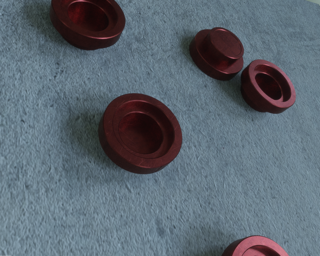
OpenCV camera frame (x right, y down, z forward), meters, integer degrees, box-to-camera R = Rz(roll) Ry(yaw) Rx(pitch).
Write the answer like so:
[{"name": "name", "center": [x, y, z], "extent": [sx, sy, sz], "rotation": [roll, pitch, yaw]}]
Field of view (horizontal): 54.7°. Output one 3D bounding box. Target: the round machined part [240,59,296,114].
[{"name": "round machined part", "center": [0.178, -0.065, 0.528], "extent": [0.099, 0.042, 0.098], "rotation": [14, 56, -21]}]

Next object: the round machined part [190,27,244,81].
[{"name": "round machined part", "center": [0.103, -0.133, 0.529], "extent": [0.099, 0.042, 0.098], "rotation": [14, 56, -21]}]

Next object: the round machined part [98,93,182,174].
[{"name": "round machined part", "center": [-0.026, 0.010, 0.372], "extent": [0.099, 0.042, 0.098], "rotation": [14, 56, -21]}]

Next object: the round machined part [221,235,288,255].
[{"name": "round machined part", "center": [0.105, 0.174, 0.343], "extent": [0.099, 0.042, 0.098], "rotation": [14, 56, -21]}]

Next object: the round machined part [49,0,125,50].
[{"name": "round machined part", "center": [-0.101, -0.147, 0.428], "extent": [0.099, 0.042, 0.098], "rotation": [14, 56, -21]}]
